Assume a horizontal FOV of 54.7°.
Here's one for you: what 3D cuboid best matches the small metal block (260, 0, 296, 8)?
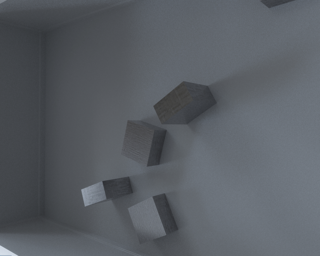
[{"bbox_3d":[0.125,-0.153,0.303,0.050,0.025,0.050,-4,87,39],"label":"small metal block"}]

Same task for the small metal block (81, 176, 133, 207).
[{"bbox_3d":[-0.077,0.092,0.452,0.050,0.050,0.025,-26,74,37],"label":"small metal block"}]

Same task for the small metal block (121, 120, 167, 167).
[{"bbox_3d":[-0.023,0.020,0.424,0.050,0.025,0.050,20,102,38],"label":"small metal block"}]

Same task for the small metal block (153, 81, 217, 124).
[{"bbox_3d":[0.030,-0.028,0.364,0.050,0.050,0.025,-37,68,33],"label":"small metal block"}]

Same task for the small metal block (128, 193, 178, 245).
[{"bbox_3d":[-0.010,0.121,0.413,0.050,0.025,0.050,-33,70,34],"label":"small metal block"}]
